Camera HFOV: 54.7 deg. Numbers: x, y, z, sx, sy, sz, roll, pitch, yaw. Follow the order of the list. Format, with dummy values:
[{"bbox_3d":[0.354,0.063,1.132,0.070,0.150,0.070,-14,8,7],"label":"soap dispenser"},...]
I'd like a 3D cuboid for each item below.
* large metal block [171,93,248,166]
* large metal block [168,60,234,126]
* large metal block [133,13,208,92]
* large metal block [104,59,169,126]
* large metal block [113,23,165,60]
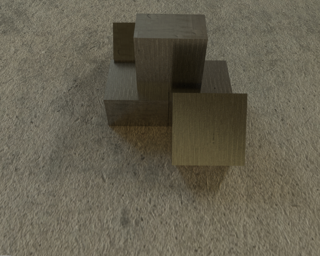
[{"bbox_3d":[0.054,-0.001,0.362,0.081,0.079,0.050,1,6,0],"label":"large metal block"},{"bbox_3d":[0.052,-0.049,0.428,0.081,0.050,0.080,1,50,0],"label":"large metal block"},{"bbox_3d":[0.012,-0.090,0.381,0.081,0.080,0.050,1,50,0],"label":"large metal block"},{"bbox_3d":[-0.029,-0.049,0.427,0.081,0.050,0.080,1,50,0],"label":"large metal block"},{"bbox_3d":[-0.024,-0.124,0.465,0.081,0.050,0.080,0,6,0],"label":"large metal block"}]
